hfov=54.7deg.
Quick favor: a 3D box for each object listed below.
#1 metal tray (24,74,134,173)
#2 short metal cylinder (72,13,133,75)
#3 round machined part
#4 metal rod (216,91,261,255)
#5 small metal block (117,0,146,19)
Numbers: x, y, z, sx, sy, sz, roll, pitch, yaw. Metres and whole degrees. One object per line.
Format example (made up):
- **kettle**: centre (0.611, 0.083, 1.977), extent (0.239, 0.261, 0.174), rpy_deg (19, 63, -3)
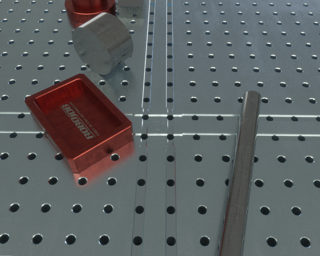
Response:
- **metal tray**: centre (-0.108, -0.013, 0.413), extent (0.091, 0.030, 0.130), rpy_deg (-32, 57, -24)
- **short metal cylinder**: centre (-0.089, -0.130, 0.480), extent (0.080, 0.080, 0.050), rpy_deg (29, 56, 22)
- **round machined part**: centre (-0.136, -0.249, 0.605), extent (0.099, 0.042, 0.098), rpy_deg (0, 50, 0)
- **metal rod**: centre (0.090, 0.066, 0.352), extent (0.025, 0.025, 0.300), rpy_deg (13, 51, 10)
- **small metal block**: centre (-0.055, -0.241, 0.609), extent (0.050, 0.025, 0.050), rpy_deg (3, 50, 2)
